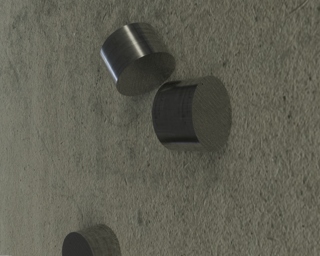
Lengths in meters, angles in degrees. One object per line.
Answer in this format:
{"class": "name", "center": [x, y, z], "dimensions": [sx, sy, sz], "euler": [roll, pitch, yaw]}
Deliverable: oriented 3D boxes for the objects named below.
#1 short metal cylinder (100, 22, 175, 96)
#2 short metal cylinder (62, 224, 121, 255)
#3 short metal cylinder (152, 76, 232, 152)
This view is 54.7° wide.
{"class": "short metal cylinder", "center": [-0.028, -0.085, 0.392], "dimensions": [0.080, 0.081, 0.050], "euler": [-43, 64, 31]}
{"class": "short metal cylinder", "center": [-0.106, 0.194, 0.476], "dimensions": [0.080, 0.050, 0.080], "euler": [0, 90, 40]}
{"class": "short metal cylinder", "center": [0.037, -0.014, 0.339], "dimensions": [0.050, 0.081, 0.080], "euler": [-2, 89, 40]}
